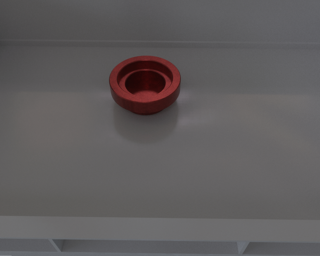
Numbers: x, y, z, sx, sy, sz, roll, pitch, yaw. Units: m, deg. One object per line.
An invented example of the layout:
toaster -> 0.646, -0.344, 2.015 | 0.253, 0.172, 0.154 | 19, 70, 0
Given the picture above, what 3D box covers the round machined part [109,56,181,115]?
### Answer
round machined part -> -0.021, -0.056, 0.442 | 0.099, 0.042, 0.098 | 0, 50, 0
